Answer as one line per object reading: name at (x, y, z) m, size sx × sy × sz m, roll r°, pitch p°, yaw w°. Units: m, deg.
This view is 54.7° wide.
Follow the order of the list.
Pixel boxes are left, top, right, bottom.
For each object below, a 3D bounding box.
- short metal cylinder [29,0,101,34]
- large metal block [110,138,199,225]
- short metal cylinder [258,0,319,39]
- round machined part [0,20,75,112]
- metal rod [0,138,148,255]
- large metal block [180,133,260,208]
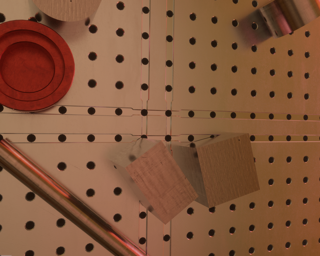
short metal cylinder at (-0.110, -0.155, 0.358) m, size 0.081 × 0.050 × 0.080 m, roll 0°, pitch 90°, yaw -20°
large metal block at (-0.010, 0.060, 0.380) m, size 0.050 × 0.080 × 0.080 m, roll -37°, pitch 102°, yaw -16°
short metal cylinder at (0.193, -0.175, 0.454) m, size 0.080 × 0.080 × 0.050 m, roll -36°, pitch 102°, yaw -16°
round machined part at (-0.149, -0.066, 0.349) m, size 0.099 × 0.042 × 0.097 m, roll 0°, pitch 90°, yaw -20°
metal rod at (-0.080, 0.122, 0.383) m, size 0.300 × 0.025 × 0.025 m, roll 44°, pitch 76°, yaw -15°
large metal block at (0.083, 0.055, 0.430) m, size 0.081 × 0.050 × 0.080 m, roll -14°, pitch 95°, yaw -20°
